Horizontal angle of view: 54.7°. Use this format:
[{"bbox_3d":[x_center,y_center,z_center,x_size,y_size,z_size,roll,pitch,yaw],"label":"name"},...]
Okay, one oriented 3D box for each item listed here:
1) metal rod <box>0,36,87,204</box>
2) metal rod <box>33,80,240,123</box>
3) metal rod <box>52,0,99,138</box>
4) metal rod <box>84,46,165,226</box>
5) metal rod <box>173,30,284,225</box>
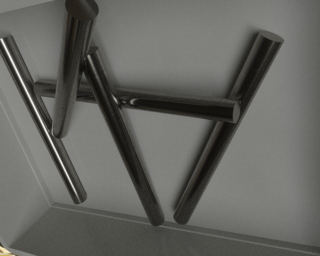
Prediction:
[{"bbox_3d":[-0.187,0.001,0.507,0.025,0.025,0.298,-3,117,30],"label":"metal rod"},{"bbox_3d":[-0.050,-0.039,0.394,0.300,0.025,0.025,9,123,29],"label":"metal rod"},{"bbox_3d":[-0.111,-0.044,0.369,0.025,0.025,0.299,43,152,-2],"label":"metal rod"},{"bbox_3d":[-0.041,0.034,0.417,0.025,0.025,0.299,3,131,26],"label":"metal rod"},{"bbox_3d":[0.070,0.025,0.387,0.025,0.025,0.298,27,128,11],"label":"metal rod"}]
